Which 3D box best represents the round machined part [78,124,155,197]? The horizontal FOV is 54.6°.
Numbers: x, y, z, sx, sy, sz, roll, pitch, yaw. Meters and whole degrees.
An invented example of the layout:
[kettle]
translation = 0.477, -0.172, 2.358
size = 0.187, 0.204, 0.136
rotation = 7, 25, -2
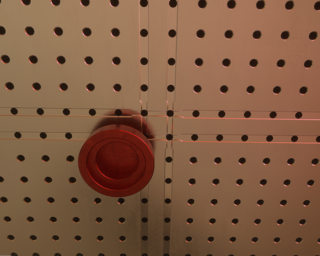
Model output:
[round machined part]
translation = -0.056, 0.041, 0.419
size = 0.099, 0.042, 0.097
rotation = 0, 110, 0
